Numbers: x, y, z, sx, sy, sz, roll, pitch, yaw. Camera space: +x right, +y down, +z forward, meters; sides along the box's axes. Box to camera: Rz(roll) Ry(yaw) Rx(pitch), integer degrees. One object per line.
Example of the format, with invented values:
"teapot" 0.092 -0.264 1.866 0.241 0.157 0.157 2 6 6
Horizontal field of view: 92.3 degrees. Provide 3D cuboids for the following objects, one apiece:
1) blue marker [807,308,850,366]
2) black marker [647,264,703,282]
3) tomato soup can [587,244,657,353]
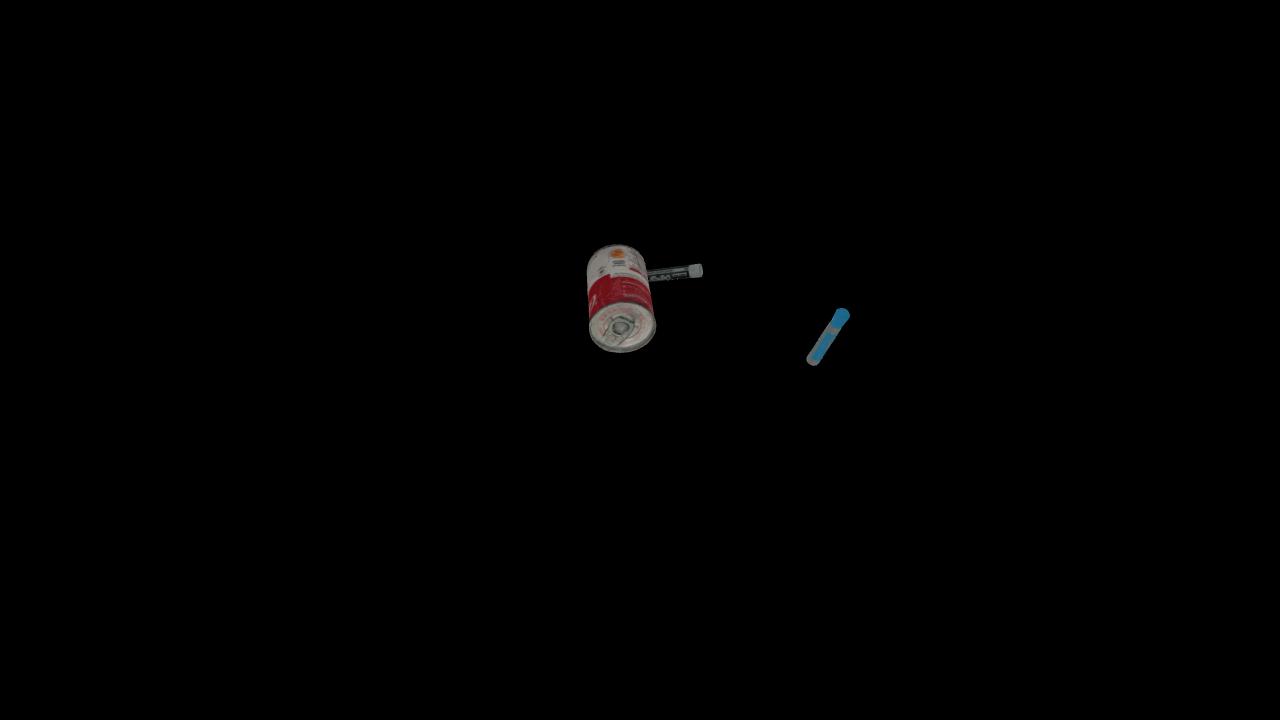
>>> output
"blue marker" 0.252 -0.030 0.828 0.020 0.020 0.121 0 -31 -6
"black marker" 0.029 -0.121 0.872 0.121 0.020 0.020 -3 -1 23
"tomato soup can" -0.021 -0.066 0.641 0.068 0.101 0.068 -4 -44 -4
